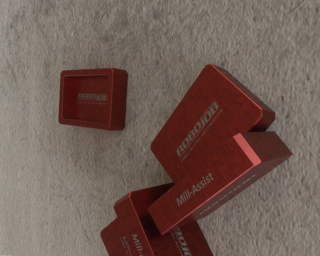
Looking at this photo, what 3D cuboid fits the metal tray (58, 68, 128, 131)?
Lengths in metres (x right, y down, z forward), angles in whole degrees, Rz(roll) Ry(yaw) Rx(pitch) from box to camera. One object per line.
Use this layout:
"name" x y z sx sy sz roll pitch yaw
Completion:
"metal tray" -0.109 -0.046 0.488 0.130 0.030 0.089 6 94 39

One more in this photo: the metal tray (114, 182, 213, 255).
"metal tray" 0.011 0.131 0.351 0.030 0.091 0.130 -40 66 33

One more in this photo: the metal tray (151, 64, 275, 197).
"metal tray" 0.052 0.006 0.349 0.129 0.030 0.090 -55 52 24

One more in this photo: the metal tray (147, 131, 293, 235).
"metal tray" 0.059 0.055 0.312 0.129 0.091 0.030 -46 63 30

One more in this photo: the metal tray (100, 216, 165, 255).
"metal tray" -0.022 0.178 0.418 0.090 0.030 0.130 -45 63 30
